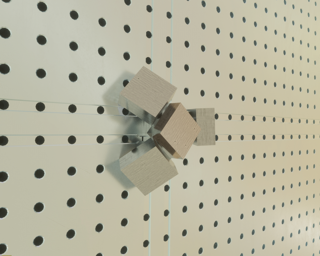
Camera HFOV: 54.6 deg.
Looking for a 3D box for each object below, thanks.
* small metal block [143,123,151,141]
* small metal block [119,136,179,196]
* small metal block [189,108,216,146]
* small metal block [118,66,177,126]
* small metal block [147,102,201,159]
[{"bbox_3d":[0.006,0.004,0.413,0.050,0.025,0.050,2,92,-40],"label":"small metal block"},{"bbox_3d":[-0.014,0.047,0.380,0.050,0.025,0.050,-35,117,6],"label":"small metal block"},{"bbox_3d":[0.058,-0.002,0.437,0.025,0.050,0.050,-2,92,-7],"label":"small metal block"},{"bbox_3d":[-0.015,-0.039,0.379,0.050,0.025,0.050,34,64,4],"label":"small metal block"},{"bbox_3d":[0.019,0.004,0.391,0.050,0.025,0.050,49,61,-29],"label":"small metal block"}]
